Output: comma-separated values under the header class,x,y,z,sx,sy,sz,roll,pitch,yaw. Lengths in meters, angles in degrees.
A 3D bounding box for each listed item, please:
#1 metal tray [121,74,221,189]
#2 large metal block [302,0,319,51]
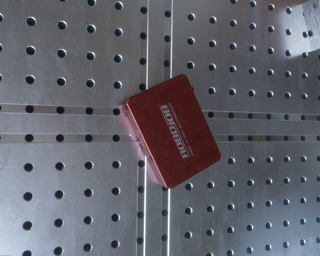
class,x,y,z,sx,sy,sz,roll,pitch,yaw
metal tray,0.017,0.004,0.417,0.091,0.030,0.129,-28,99,-18
large metal block,0.291,-0.178,0.509,0.081,0.050,0.080,-17,96,-20
